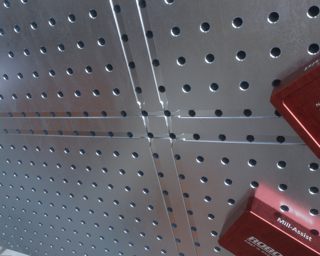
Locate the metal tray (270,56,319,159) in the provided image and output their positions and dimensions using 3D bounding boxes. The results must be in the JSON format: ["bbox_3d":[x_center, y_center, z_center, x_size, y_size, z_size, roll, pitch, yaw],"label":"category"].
[{"bbox_3d":[0.184,-0.034,0.289,0.090,0.030,0.129,48,129,-6],"label":"metal tray"}]

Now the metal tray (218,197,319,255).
[{"bbox_3d":[0.158,0.162,0.425,0.130,0.030,0.089,31,129,8],"label":"metal tray"}]
